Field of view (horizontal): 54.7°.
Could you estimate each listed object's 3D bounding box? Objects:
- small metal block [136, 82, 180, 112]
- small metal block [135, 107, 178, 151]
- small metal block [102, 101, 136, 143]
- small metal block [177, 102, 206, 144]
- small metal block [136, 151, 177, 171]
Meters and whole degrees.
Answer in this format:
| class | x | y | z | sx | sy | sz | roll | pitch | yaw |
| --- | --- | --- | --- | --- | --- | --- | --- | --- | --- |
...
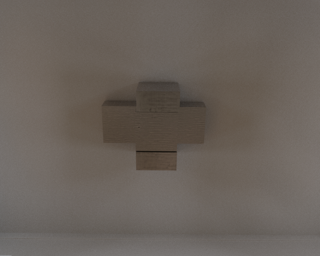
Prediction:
| class | x | y | z | sx | sy | sz | roll | pitch | yaw |
| --- | --- | --- | --- | --- | --- | --- | --- | --- | --- |
| small metal block | -0.002 | -0.039 | 0.381 | 0.050 | 0.050 | 0.025 | 1 | 110 | -1 |
| small metal block | -0.004 | 0.001 | 0.382 | 0.050 | 0.025 | 0.050 | 1 | 110 | -1 |
| small metal block | -0.048 | -0.008 | 0.405 | 0.050 | 0.025 | 0.050 | 1 | 110 | -1 |
| small metal block | 0.032 | -0.007 | 0.407 | 0.050 | 0.025 | 0.050 | 1 | 110 | -1 |
| small metal block | -0.005 | 0.033 | 0.406 | 0.050 | 0.050 | 0.025 | 1 | 110 | -1 |
